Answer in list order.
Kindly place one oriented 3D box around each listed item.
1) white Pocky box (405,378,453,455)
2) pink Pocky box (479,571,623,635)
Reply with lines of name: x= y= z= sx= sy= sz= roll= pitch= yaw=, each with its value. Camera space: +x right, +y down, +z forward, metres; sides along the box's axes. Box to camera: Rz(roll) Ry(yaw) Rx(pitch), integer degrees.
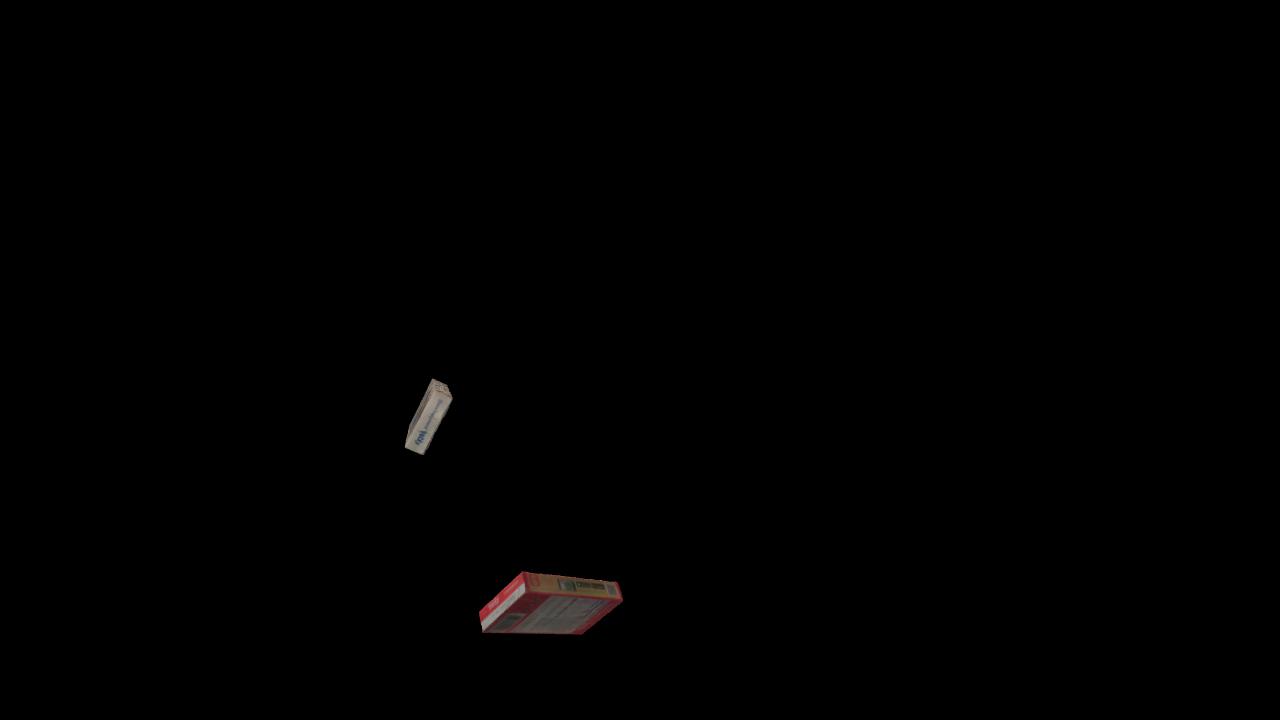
white Pocky box: x=-0.289 y=0.074 z=0.841 sx=0.028 sy=0.084 sz=0.154 roll=28 pitch=-6 yaw=-19
pink Pocky box: x=-0.101 y=0.288 z=0.721 sx=0.084 sy=0.029 sz=0.155 roll=-45 pitch=-44 yaw=20
